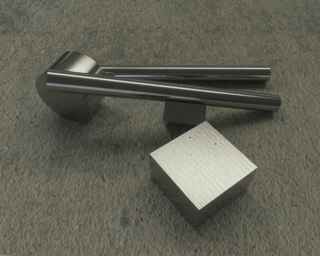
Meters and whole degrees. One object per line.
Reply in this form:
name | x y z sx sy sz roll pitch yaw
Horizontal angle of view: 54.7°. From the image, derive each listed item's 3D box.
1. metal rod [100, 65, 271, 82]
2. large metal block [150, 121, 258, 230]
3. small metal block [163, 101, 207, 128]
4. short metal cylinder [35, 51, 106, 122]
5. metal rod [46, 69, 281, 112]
metal rod | 0.015 -0.083 0.473 0.302 0.025 0.025 0 50 -1
large metal block | 0.045 0.050 0.346 0.081 0.050 0.080 -29 56 -23
small metal block | 0.032 -0.015 0.397 0.050 0.050 0.025 7 84 5
short metal cylinder | -0.114 -0.054 0.411 0.080 0.080 0.050 18 52 14
metal rod | 0.018 -0.044 0.390 0.302 0.025 0.025 4 49 -17
